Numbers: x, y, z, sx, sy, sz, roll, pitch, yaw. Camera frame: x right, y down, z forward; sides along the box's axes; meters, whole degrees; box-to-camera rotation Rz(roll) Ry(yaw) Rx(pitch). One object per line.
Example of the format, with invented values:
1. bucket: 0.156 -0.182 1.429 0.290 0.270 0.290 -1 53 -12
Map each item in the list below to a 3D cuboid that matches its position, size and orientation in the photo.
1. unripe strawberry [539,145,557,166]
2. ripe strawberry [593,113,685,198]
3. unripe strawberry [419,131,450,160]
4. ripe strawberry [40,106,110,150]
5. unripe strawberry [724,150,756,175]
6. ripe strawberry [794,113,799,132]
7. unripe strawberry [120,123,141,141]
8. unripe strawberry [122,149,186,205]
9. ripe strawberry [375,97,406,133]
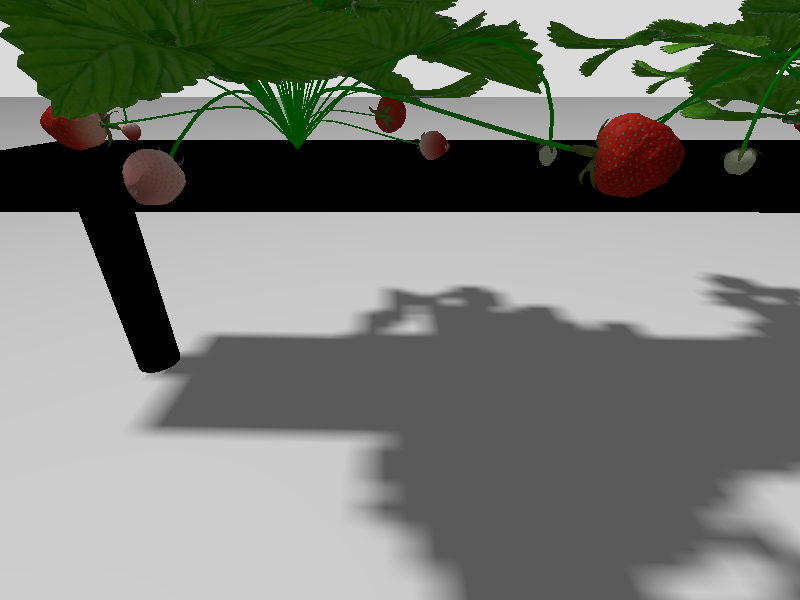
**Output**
1. unripe strawberry: 0.082 -0.081 0.223 0.010 0.011 0.011 18 33 30
2. ripe strawberry: 0.104 -0.062 0.176 0.034 0.036 0.031 23 36 35
3. unripe strawberry: 0.024 -0.104 0.271 0.019 0.019 0.021 16 32 25
4. ripe strawberry: -0.252 -0.137 0.310 0.043 0.037 0.043 -2 28 -3
5. unripe strawberry: 0.197 -0.080 0.232 0.013 0.014 0.015 -17 33 -28
6. ripe strawberry: 0.433 -0.190 0.419 0.031 0.033 0.034 16 32 28
7. unripe strawberry: -0.248 -0.155 0.370 0.016 0.016 0.015 8 29 15
8. unripe strawberry: -0.105 -0.051 0.170 0.022 0.024 0.024 3 42 6
9. ripe strawberry: -0.008 -0.199 0.427 0.033 0.038 0.036 17 32 28
